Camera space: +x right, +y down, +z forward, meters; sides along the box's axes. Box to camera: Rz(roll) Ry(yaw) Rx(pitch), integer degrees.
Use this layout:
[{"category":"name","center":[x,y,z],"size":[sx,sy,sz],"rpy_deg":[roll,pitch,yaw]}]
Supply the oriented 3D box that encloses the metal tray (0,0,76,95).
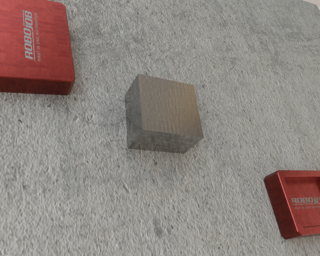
[{"category":"metal tray","center":[-0.159,-0.104,0.379],"size":[0.091,0.030,0.130],"rpy_deg":[0,62,-29]}]

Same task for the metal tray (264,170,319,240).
[{"category":"metal tray","center":[0.223,0.110,0.456],"size":[0.131,0.030,0.090],"rpy_deg":[5,60,-26]}]

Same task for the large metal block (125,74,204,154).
[{"category":"large metal block","center":[0.003,-0.016,0.401],"size":[0.081,0.050,0.080],"rpy_deg":[8,58,-25]}]
